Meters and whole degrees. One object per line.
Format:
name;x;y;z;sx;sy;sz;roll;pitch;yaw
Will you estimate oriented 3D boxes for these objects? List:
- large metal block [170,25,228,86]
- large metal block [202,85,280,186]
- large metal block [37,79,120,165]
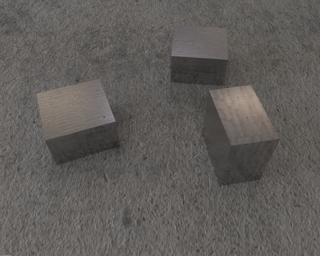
large metal block;0.060;-0.114;0.483;0.080;0.050;0.080;5;50;4
large metal block;0.087;0.009;0.360;0.050;0.080;0.080;-8;51;-6
large metal block;-0.104;-0.010;0.394;0.081;0.050;0.080;-16;52;-13
